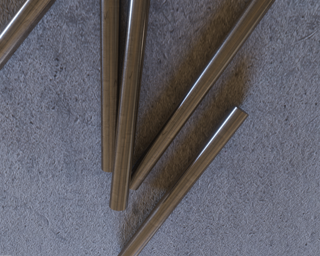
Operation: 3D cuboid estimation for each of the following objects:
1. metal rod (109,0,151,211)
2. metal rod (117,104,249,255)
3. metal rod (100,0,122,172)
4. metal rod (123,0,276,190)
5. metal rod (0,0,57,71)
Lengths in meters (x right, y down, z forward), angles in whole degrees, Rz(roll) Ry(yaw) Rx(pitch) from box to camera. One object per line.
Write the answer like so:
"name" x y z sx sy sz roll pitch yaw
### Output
"metal rod" -0.038 -0.036 0.383 0.025 0.025 0.298 7 105 -3
"metal rod" 0.023 0.093 0.444 0.025 0.025 0.299 32 107 -11
"metal rod" -0.060 -0.084 0.378 0.025 0.025 0.298 3 110 -1
"metal rod" 0.041 -0.038 0.395 0.025 0.025 0.299 32 107 -11
"metal rod" -0.186 -0.098 0.371 0.025 0.025 0.299 42 104 -14
